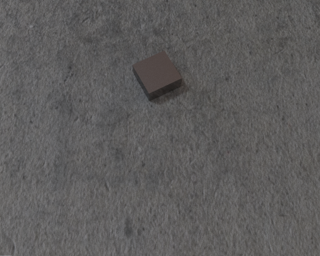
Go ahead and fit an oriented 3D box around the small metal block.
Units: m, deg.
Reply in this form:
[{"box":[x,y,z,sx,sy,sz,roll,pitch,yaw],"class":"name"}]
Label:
[{"box":[-0.004,-0.073,0.435,0.050,0.025,0.050,-26,72,-10],"class":"small metal block"}]
